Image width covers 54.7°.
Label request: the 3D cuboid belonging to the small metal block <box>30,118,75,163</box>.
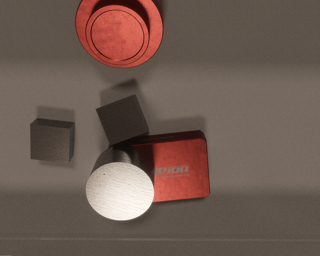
[{"bbox_3d":[-0.144,0.017,0.416,0.050,0.025,0.050,7,110,-3],"label":"small metal block"}]

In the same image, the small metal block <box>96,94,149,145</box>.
[{"bbox_3d":[-0.048,-0.011,0.401,0.050,0.025,0.050,-20,97,6],"label":"small metal block"}]

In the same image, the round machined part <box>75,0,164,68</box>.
[{"bbox_3d":[-0.045,-0.110,0.346,0.099,0.042,0.097,0,128,0],"label":"round machined part"}]

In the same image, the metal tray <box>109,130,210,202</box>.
[{"bbox_3d":[0.000,0.056,0.429,0.131,0.030,0.089,-6,110,1],"label":"metal tray"}]

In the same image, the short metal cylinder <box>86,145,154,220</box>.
[{"bbox_3d":[-0.047,0.068,0.390,0.081,0.050,0.079,0,110,0],"label":"short metal cylinder"}]
